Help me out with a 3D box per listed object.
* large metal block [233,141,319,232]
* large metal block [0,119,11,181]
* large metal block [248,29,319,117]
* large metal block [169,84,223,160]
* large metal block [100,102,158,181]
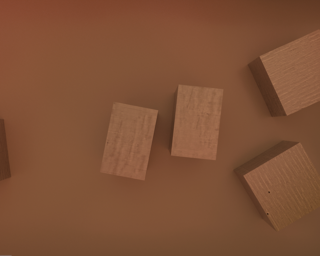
[{"bbox_3d":[0.156,0.072,0.401,0.080,0.050,0.080,-31,90,0],"label":"large metal block"},{"bbox_3d":[-0.232,0.031,0.381,0.050,0.080,0.079,-7,90,0],"label":"large metal block"},{"bbox_3d":[0.174,-0.068,0.401,0.080,0.050,0.080,-25,90,-1],"label":"large metal block"},{"bbox_3d":[0.041,-0.007,0.385,0.050,0.080,0.079,6,90,0],"label":"large metal block"},{"bbox_3d":[-0.034,0.014,0.384,0.050,0.080,0.080,11,90,0],"label":"large metal block"}]
